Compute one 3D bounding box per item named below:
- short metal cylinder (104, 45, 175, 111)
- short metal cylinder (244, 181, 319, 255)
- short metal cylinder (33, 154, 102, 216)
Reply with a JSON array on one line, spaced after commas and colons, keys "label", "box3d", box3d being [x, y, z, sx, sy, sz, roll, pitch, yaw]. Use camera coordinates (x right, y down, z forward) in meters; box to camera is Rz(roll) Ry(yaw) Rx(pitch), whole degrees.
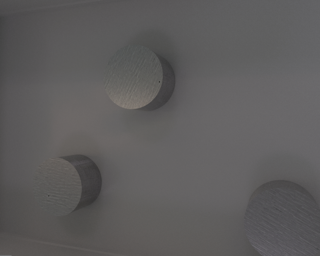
[{"label": "short metal cylinder", "box3d": [-0.026, -0.063, 0.406, 0.080, 0.050, 0.080, 0, 90, 20]}, {"label": "short metal cylinder", "box3d": [0.138, 0.103, 0.348, 0.080, 0.050, 0.080, 0, 90, 20]}, {"label": "short metal cylinder", "box3d": [-0.132, 0.080, 0.444, 0.080, 0.050, 0.080, 0, 90, 20]}]
